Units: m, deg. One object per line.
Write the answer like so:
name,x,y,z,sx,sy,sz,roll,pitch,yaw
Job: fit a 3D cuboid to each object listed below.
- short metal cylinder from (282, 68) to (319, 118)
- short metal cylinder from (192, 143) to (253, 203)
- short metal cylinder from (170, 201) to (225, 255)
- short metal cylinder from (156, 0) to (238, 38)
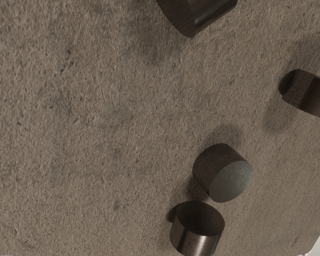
short metal cylinder,0.235,-0.052,0.471,0.081,0.080,0.050,7,115,-32
short metal cylinder,0.099,0.071,0.491,0.081,0.050,0.079,-14,125,-21
short metal cylinder,0.060,0.166,0.509,0.081,0.080,0.050,-2,119,-28
short metal cylinder,0.031,-0.138,0.304,0.050,0.080,0.080,-36,130,-5
